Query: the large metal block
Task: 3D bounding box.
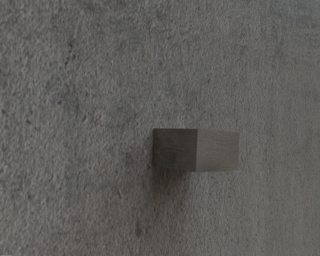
[{"bbox_3d":[0.047,0.028,0.411,0.081,0.080,0.050,5,87,-40],"label":"large metal block"}]
